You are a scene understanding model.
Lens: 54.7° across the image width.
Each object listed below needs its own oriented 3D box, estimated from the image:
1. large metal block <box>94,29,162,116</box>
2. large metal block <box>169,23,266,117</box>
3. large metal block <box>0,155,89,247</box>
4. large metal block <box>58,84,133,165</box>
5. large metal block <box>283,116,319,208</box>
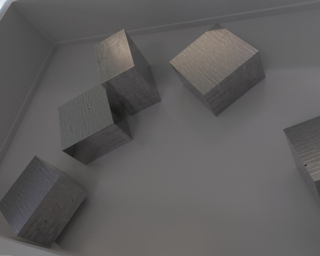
[{"bbox_3d":[-0.046,-0.078,0.443,0.050,0.080,0.080,-26,53,12],"label":"large metal block"},{"bbox_3d":[0.073,-0.075,0.398,0.080,0.050,0.080,-39,51,1],"label":"large metal block"},{"bbox_3d":[-0.154,0.093,0.405,0.080,0.050,0.080,21,72,46],"label":"large metal block"},{"bbox_3d":[-0.094,-0.007,0.443,0.080,0.050,0.080,-28,52,10],"label":"large metal block"},{"bbox_3d":[0.165,0.026,0.267,0.080,0.050,0.080,-22,25,15],"label":"large metal block"}]
